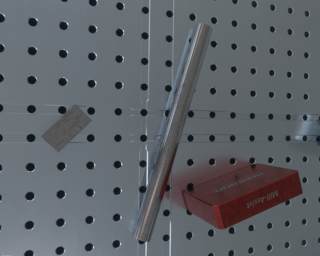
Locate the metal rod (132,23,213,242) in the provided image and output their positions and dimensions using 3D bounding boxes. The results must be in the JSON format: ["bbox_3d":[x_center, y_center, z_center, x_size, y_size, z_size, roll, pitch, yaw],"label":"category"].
[{"bbox_3d":[0.019,0.002,0.419,0.025,0.025,0.299,19,84,-19],"label":"metal rod"}]

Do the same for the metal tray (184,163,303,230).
[{"bbox_3d":[0.110,0.086,0.419,0.131,0.090,0.030,-17,96,-19],"label":"metal tray"}]

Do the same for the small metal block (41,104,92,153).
[{"bbox_3d":[-0.109,0.000,0.359,0.050,0.050,0.025,-46,105,-14],"label":"small metal block"}]
